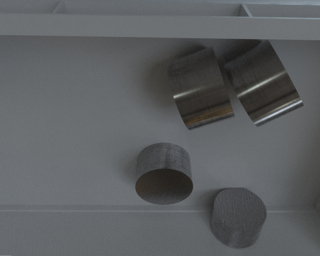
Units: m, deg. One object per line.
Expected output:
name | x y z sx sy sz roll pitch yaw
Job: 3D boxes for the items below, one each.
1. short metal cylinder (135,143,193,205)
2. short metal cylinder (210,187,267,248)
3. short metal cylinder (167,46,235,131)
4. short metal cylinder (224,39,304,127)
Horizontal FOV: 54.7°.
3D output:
short metal cylinder | 0.006 0.067 0.450 0.081 0.050 0.079 0 130 0
short metal cylinder | 0.124 0.143 0.497 0.081 0.080 0.050 0 130 -1
short metal cylinder | 0.045 -0.042 0.338 0.050 0.080 0.080 -18 128 14
short metal cylinder | 0.111 -0.047 0.334 0.050 0.080 0.080 -28 125 22
